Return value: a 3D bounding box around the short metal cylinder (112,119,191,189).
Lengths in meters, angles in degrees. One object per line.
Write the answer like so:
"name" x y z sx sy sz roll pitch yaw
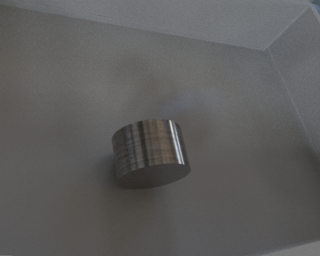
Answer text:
"short metal cylinder" -0.011 0.031 0.345 0.081 0.080 0.050 2 61 -27
